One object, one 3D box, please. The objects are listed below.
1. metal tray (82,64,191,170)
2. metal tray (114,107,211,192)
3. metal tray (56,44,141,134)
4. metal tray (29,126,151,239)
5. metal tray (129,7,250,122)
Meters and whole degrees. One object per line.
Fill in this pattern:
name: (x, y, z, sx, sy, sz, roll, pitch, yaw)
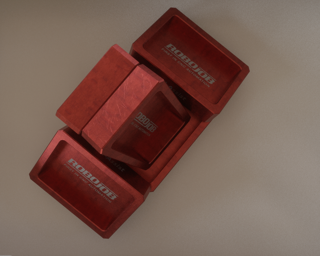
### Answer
metal tray: (-0.018, -0.004, 0.345, 0.030, 0.130, 0.090, 40, 90, 23)
metal tray: (-0.006, 0.006, 0.407, 0.090, 0.030, 0.130, 39, 90, -1)
metal tray: (-0.059, -0.037, 0.355, 0.030, 0.130, 0.090, 40, 90, 0)
metal tray: (-0.088, 0.067, 0.389, 0.130, 0.030, 0.090, 40, 114, -1)
metal tray: (0.038, -0.081, 0.390, 0.130, 0.030, 0.090, 39, 64, 0)
